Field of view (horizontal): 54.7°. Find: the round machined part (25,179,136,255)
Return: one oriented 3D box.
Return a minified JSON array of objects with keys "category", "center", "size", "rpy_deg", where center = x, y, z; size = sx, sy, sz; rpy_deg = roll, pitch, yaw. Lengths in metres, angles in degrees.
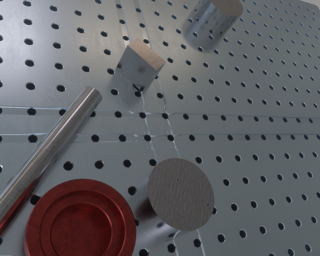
[{"category":"round machined part","center":[-0.076,0.102,0.295],"size":[0.099,0.042,0.098],"rpy_deg":[14,56,-21]}]

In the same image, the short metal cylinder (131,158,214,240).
[{"category":"short metal cylinder","center":[0.014,0.081,0.350],"size":[0.081,0.050,0.080],"rpy_deg":[14,56,-21]}]

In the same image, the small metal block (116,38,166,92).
[{"category":"small metal block","center":[-0.027,-0.087,0.431],"size":[0.050,0.050,0.025],"rpy_deg":[42,51,0]}]

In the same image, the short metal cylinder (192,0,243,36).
[{"category":"short metal cylinder","center":[0.109,-0.223,0.587],"size":[0.081,0.050,0.080],"rpy_deg":[14,56,-21]}]

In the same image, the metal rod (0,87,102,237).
[{"category":"metal rod","center":[-0.138,0.063,0.295],"size":[0.025,0.025,0.301],"rpy_deg":[33,51,-7]}]
